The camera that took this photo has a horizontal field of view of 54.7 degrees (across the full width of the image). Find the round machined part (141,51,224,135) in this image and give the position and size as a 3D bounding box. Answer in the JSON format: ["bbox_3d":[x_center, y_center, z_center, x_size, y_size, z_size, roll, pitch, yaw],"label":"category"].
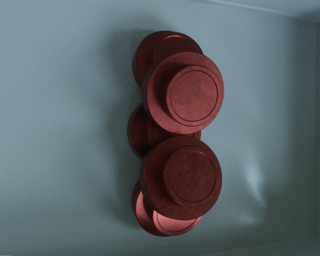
[{"bbox_3d":[0.031,-0.039,0.357,0.099,0.042,0.097,-5,104,-19],"label":"round machined part"}]

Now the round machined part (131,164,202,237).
[{"bbox_3d":[0.017,0.095,0.392,0.099,0.042,0.097,-6,107,-18],"label":"round machined part"}]

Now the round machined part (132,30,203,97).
[{"bbox_3d":[0.017,-0.082,0.394,0.099,0.042,0.098,6,72,-19],"label":"round machined part"}]

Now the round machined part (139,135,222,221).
[{"bbox_3d":[0.029,0.056,0.356,0.099,0.042,0.098,4,77,-19],"label":"round machined part"}]

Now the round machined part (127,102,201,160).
[{"bbox_3d":[0.010,0.004,0.404,0.099,0.042,0.097,0,89,-20],"label":"round machined part"}]
